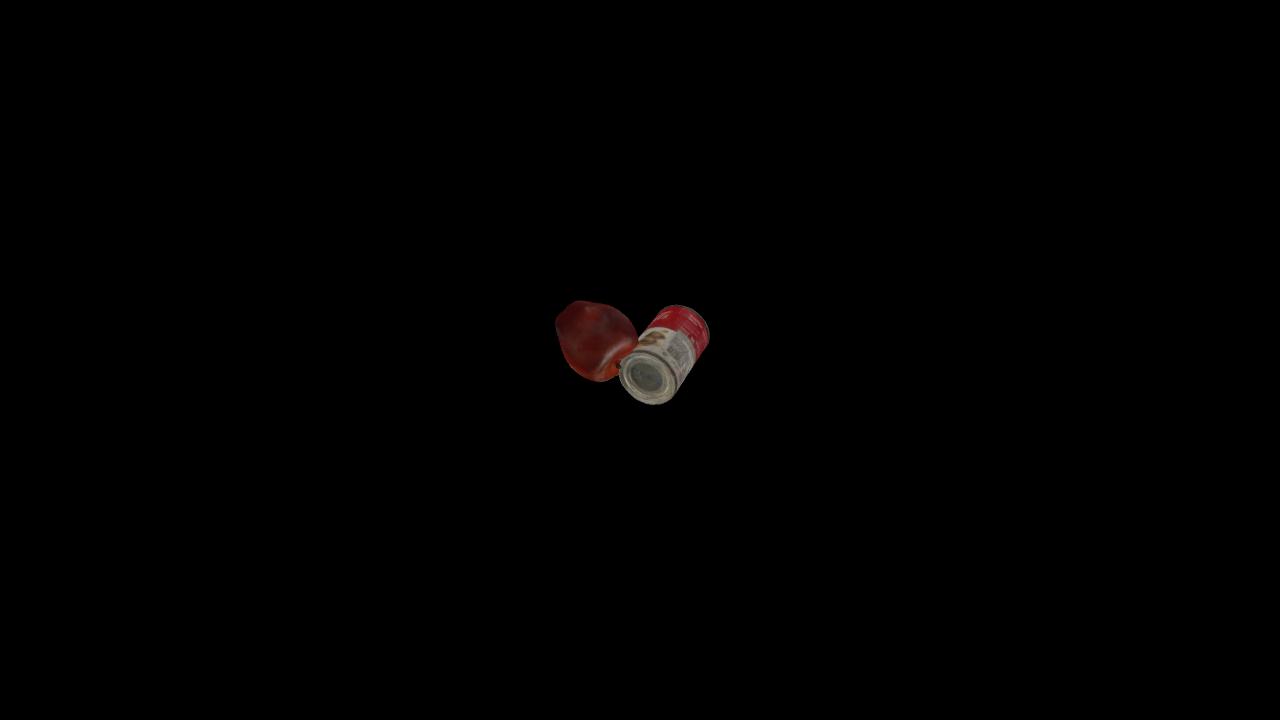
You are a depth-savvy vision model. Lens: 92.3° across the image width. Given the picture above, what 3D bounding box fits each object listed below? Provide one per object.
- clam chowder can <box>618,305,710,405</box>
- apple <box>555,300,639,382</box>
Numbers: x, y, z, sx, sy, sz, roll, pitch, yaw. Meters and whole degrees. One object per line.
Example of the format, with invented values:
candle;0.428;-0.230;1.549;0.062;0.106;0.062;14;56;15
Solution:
clam chowder can;0.027;-0.006;0.664;0.068;0.068;0.102;0;32;28
apple;-0.045;-0.021;0.638;0.079;0.079;0.093;0;40;-51
